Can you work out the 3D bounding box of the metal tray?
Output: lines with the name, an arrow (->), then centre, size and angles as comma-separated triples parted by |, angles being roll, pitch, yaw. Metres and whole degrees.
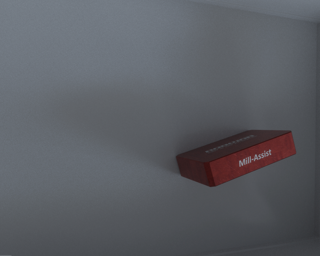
metal tray -> 0.098, 0.035, 0.411 | 0.131, 0.090, 0.030 | -17, 96, -19
